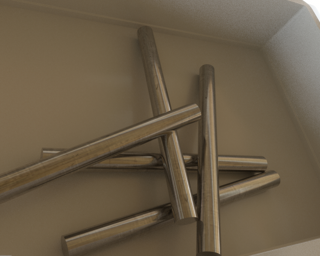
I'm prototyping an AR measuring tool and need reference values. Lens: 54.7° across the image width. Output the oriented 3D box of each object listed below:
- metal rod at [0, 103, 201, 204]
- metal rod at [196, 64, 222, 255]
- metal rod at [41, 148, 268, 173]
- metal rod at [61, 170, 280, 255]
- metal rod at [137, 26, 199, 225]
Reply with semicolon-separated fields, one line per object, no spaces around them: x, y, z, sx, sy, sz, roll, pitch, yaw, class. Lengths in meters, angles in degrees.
-0.078;0.028;0.313;0.302;0.025;0.025;-22;74;-31;metal rod
0.062;0.016;0.404;0.025;0.025;0.300;22;46;-15;metal rod
0.013;0.043;0.386;0.303;0.025;0.025;4;60;-26;metal rod
0.038;0.093;0.369;0.303;0.025;0.025;-9;66;-32;metal rod
0.002;-0.026;0.400;0.025;0.025;0.299;6;53;-25;metal rod
